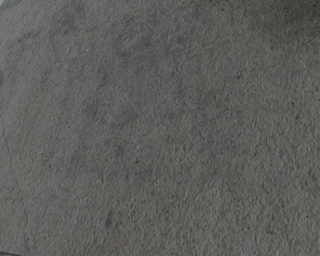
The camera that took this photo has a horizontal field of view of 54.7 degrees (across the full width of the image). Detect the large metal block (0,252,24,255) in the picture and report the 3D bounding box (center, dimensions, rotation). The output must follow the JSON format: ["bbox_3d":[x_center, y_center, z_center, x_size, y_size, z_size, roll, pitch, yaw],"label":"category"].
[{"bbox_3d":[-0.139,0.180,0.331,0.080,0.080,0.050,17,71,35],"label":"large metal block"}]
